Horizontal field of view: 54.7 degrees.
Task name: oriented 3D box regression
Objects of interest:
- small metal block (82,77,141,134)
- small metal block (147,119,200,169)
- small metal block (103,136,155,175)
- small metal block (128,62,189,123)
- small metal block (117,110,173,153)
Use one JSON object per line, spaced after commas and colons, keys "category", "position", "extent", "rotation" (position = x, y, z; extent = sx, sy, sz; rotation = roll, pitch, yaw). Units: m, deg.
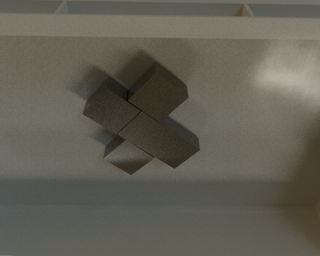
{"category": "small metal block", "position": [-0.058, -0.027, 0.383], "extent": [0.050, 0.025, 0.050], "rotation": [34, 122, -26]}
{"category": "small metal block", "position": [0.018, 0.023, 0.426], "extent": [0.050, 0.025, 0.050], "rotation": [34, 122, -26]}
{"category": "small metal block", "position": [-0.043, 0.034, 0.435], "extent": [0.050, 0.025, 0.050], "rotation": [35, 123, -26]}
{"category": "small metal block", "position": [-0.002, -0.042, 0.370], "extent": [0.050, 0.025, 0.050], "rotation": [34, 121, -26]}
{"category": "small metal block", "position": [-0.019, -0.002, 0.404], "extent": [0.050, 0.025, 0.050], "rotation": [34, 122, -26]}
